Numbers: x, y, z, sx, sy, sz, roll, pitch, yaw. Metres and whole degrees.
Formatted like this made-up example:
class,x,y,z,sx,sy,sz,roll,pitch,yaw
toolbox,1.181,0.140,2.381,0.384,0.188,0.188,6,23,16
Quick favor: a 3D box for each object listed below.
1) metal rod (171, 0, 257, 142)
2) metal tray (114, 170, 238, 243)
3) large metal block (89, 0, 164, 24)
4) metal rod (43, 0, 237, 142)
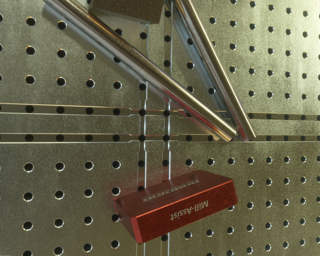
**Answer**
class,x,y,z,sx,sy,sz,roll,pitch,yaw
metal rod,0.063,-0.114,0.436,0.025,0.025,0.299,-32,101,-17
metal tray,0.018,0.091,0.385,0.131,0.090,0.030,-16,96,-20
large metal block,-0.038,-0.176,0.375,0.081,0.050,0.079,7,104,-20
metal rod,-0.014,-0.075,0.408,0.301,0.025,0.025,36,78,-17
